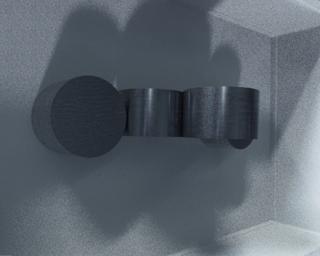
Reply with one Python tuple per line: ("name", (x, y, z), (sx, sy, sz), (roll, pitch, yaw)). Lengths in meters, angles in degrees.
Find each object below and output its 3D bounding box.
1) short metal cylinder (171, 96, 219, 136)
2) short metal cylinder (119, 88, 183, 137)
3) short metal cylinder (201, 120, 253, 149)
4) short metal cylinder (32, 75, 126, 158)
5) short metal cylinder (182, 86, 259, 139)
("short metal cylinder", (0.052, -0.013, 0.411), (0.081, 0.080, 0.050), (2, 89, -40))
("short metal cylinder", (-0.010, -0.015, 0.360), (0.081, 0.080, 0.050), (2, 89, -40))
("short metal cylinder", (0.103, -0.009, 0.475), (0.081, 0.050, 0.080), (0, 90, -40))
("short metal cylinder", (-0.082, -0.011, 0.319), (0.081, 0.050, 0.080), (0, 90, -40))
("short metal cylinder", (0.065, -0.014, 0.333), (0.081, 0.080, 0.050), (2, 89, -40))
